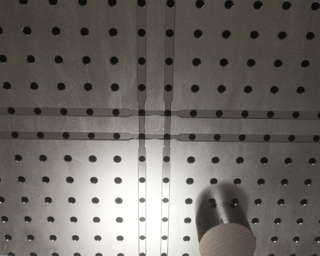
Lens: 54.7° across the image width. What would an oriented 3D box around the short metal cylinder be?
[{"bbox_3d":[0.095,0.159,0.460,0.081,0.050,0.079,0,110,-1],"label":"short metal cylinder"}]
